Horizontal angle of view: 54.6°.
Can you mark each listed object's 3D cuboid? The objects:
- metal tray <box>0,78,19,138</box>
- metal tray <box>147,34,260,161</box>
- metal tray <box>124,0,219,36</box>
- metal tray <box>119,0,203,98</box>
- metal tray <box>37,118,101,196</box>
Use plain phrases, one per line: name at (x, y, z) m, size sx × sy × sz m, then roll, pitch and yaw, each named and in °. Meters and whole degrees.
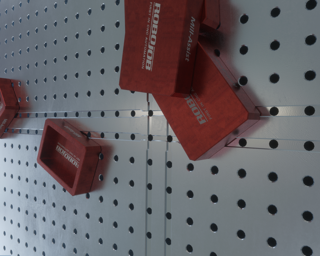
metal tray at (-0.378, -0.044, 0.721) m, size 0.129 × 0.030 × 0.090 m, roll -42°, pitch 65°, yaw 32°
metal tray at (0.044, -0.038, 0.370) m, size 0.090 × 0.030 × 0.130 m, roll -43°, pitch 64°, yaw 31°
metal tray at (0.010, -0.160, 0.398) m, size 0.130 × 0.030 × 0.090 m, roll -3°, pitch 88°, yaw 40°
metal tray at (-0.001, -0.105, 0.368) m, size 0.090 × 0.030 × 0.129 m, roll 13°, pitch 98°, yaw 39°
metal tray at (-0.163, 0.047, 0.542) m, size 0.130 × 0.030 × 0.089 m, roll 29°, pitch 108°, yaw 36°
